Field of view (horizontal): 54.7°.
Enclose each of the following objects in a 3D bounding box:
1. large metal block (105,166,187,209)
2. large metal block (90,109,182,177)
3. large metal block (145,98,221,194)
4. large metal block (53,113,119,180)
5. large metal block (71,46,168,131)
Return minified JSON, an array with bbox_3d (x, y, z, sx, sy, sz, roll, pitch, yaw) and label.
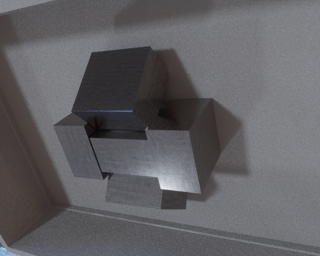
[{"bbox_3d":[-0.015,0.080,0.420,0.080,0.080,0.050,0,77,27],"label":"large metal block"},{"bbox_3d":[-0.027,0.015,0.395,0.080,0.080,0.050,1,119,28],"label":"large metal block"},{"bbox_3d":[0.031,0.018,0.366,0.050,0.080,0.080,1,119,28],"label":"large metal block"},{"bbox_3d":[-0.087,0.013,0.426,0.050,0.080,0.080,1,119,28],"label":"large metal block"},{"bbox_3d":[-0.044,-0.043,0.360,0.080,0.080,0.050,2,157,27],"label":"large metal block"}]
